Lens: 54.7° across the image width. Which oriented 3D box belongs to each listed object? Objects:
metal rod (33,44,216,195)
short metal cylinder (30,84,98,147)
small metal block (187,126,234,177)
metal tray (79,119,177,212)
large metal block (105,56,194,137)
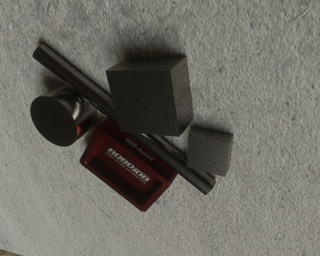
[{"bbox_3d":[-0.049,-0.012,0.424,0.300,0.025,0.025,39,129,1],"label":"metal rod"},{"bbox_3d":[-0.138,-0.020,0.450,0.080,0.050,0.079,13,124,20],"label":"short metal cylinder"},{"bbox_3d":[0.063,0.029,0.393,0.050,0.025,0.050,12,124,21],"label":"small metal block"},{"bbox_3d":[-0.050,0.058,0.466,0.130,0.030,0.089,38,129,2],"label":"metal tray"},{"bbox_3d":[-0.009,-0.039,0.371,0.080,0.050,0.079,4,121,25],"label":"large metal block"}]
